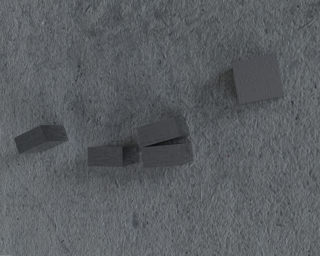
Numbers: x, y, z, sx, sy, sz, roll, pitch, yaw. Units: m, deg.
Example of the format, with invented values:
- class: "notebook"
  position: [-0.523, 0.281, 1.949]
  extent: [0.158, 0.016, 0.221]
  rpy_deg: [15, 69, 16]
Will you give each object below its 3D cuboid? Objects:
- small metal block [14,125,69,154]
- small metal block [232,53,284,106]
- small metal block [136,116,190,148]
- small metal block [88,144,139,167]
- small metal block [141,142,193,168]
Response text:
- class: "small metal block"
  position: [-0.174, 0.016, 0.457]
  extent: [0.050, 0.050, 0.025]
  rpy_deg: [-23, 83, 18]
- class: "small metal block"
  position: [0.116, -0.057, 0.368]
  extent: [0.050, 0.025, 0.050]
  rpy_deg: [-10, 87, 19]
- class: "small metal block"
  position: [0.005, 0.005, 0.394]
  extent: [0.050, 0.050, 0.025]
  rpy_deg: [-17, 84, 19]
- class: "small metal block"
  position: [-0.062, 0.036, 0.417]
  extent: [0.050, 0.050, 0.025]
  rpy_deg: [-2, 90, 20]
- class: "small metal block"
  position: [0.011, 0.033, 0.392]
  extent: [0.050, 0.050, 0.025]
  rpy_deg: [-7, 88, 20]
